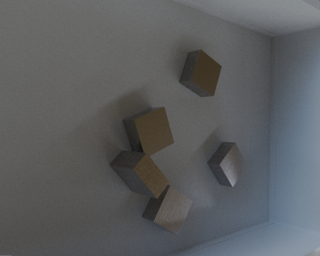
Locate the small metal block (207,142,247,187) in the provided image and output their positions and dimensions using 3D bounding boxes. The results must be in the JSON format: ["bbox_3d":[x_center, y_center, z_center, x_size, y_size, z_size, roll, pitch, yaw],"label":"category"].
[{"bbox_3d":[0.109,0.058,0.498,0.050,0.025,0.050,-47,118,-29],"label":"small metal block"}]

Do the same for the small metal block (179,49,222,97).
[{"bbox_3d":[0.061,-0.079,0.457,0.050,0.025,0.050,27,73,-37],"label":"small metal block"}]

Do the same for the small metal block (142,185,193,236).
[{"bbox_3d":[0.011,0.108,0.416,0.050,0.025,0.050,40,66,-33],"label":"small metal block"}]

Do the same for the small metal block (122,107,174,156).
[{"bbox_3d":[-0.014,0.005,0.395,0.050,0.025,0.050,-25,106,-37],"label":"small metal block"}]

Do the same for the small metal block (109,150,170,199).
[{"bbox_3d":[-0.025,0.054,0.369,0.025,0.050,0.050,-50,120,-28],"label":"small metal block"}]
